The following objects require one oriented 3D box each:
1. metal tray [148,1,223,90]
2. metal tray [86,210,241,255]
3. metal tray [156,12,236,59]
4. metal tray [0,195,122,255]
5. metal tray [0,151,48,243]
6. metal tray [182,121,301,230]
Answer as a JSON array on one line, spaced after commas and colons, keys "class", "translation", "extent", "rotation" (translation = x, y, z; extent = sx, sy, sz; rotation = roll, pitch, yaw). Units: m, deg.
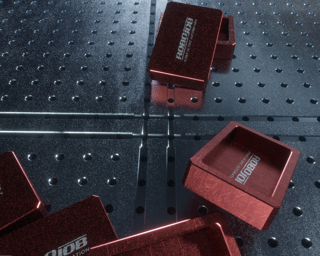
[{"class": "metal tray", "translation": [0.041, -0.130, 0.483], "extent": [0.090, 0.030, 0.130], "rotation": [13, 72, 7]}, {"class": "metal tray", "translation": [0.010, 0.133, 0.265], "extent": [0.131, 0.030, 0.090], "rotation": [-10, 65, -20]}, {"class": "metal tray", "translation": [0.062, -0.164, 0.542], "extent": [0.131, 0.030, 0.090], "rotation": [5, 50, 4]}, {"class": "metal tray", "translation": [-0.102, 0.132, 0.294], "extent": [0.131, 0.030, 0.090], "rotation": [-22, 54, -18]}, {"class": "metal tray", "translation": [-0.200, 0.091, 0.327], "extent": [0.131, 0.030, 0.090], "rotation": [-30, 56, -23]}, {"class": "metal tray", "translation": [0.093, 0.042, 0.337], "extent": [0.090, 0.030, 0.131], "rotation": [27, 31, 21]}]
